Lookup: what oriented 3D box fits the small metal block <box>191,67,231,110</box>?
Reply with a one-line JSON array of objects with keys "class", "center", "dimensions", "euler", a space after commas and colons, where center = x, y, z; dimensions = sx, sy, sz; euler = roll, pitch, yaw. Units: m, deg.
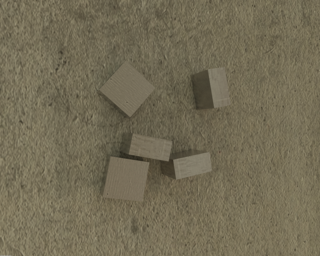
[{"class": "small metal block", "center": [0.068, -0.052, 0.421], "dimensions": [0.025, 0.050, 0.050], "euler": [-12, 94, -20]}]

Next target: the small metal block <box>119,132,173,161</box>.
[{"class": "small metal block", "center": [-0.019, 0.023, 0.389], "dimensions": [0.050, 0.050, 0.025], "euler": [12, 86, -20]}]

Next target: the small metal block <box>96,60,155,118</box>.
[{"class": "small metal block", "center": [-0.043, -0.048, 0.393], "dimensions": [0.050, 0.025, 0.050], "euler": [43, 77, -15]}]

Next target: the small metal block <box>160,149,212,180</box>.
[{"class": "small metal block", "center": [0.033, 0.046, 0.408], "dimensions": [0.050, 0.050, 0.025], "euler": [-10, 94, -20]}]

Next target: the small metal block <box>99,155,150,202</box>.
[{"class": "small metal block", "center": [-0.045, 0.063, 0.392], "dimensions": [0.050, 0.025, 0.050], "euler": [11, 86, -20]}]
